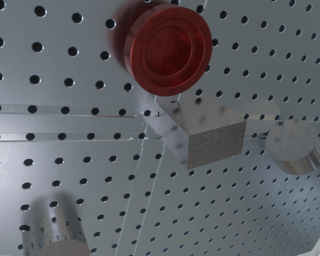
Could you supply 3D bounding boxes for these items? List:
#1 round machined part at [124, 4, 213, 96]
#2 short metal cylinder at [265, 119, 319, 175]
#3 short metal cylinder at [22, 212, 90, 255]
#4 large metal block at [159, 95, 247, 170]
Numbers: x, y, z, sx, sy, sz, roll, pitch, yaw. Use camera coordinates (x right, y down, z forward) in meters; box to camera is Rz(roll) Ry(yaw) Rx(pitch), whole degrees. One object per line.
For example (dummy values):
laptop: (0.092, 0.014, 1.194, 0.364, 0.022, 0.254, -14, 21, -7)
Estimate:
round machined part: (0.006, -0.088, 0.349, 0.099, 0.042, 0.097, -14, 124, -21)
short metal cylinder: (0.225, 0.032, 0.518, 0.080, 0.080, 0.050, -44, 129, 2)
short metal cylinder: (-0.141, 0.162, 0.418, 0.081, 0.050, 0.079, -14, 124, -21)
large metal block: (0.052, 0.002, 0.405, 0.081, 0.080, 0.050, -14, 124, -21)
